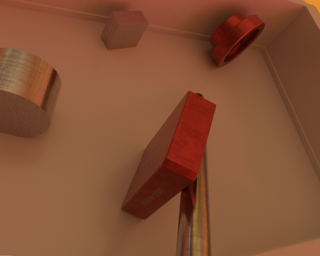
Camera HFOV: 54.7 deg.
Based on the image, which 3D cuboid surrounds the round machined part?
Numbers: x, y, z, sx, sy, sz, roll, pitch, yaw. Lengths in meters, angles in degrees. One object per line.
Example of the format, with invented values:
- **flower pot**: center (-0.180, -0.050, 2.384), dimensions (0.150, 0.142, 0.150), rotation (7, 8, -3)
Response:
- **round machined part**: center (0.123, -0.153, 0.521), dimensions (0.099, 0.097, 0.042), rotation (-31, 77, -38)

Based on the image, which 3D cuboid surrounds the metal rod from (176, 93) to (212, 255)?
- **metal rod**: center (0.038, 0.028, 0.333), dimensions (0.025, 0.025, 0.301), rotation (31, 27, -9)

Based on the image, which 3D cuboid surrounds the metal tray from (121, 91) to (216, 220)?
- **metal tray**: center (0.006, 0.033, 0.322), dimensions (0.030, 0.129, 0.090), rotation (27, 52, -7)

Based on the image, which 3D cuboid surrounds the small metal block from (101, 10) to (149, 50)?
- **small metal block**: center (-0.052, -0.142, 0.450), dimensions (0.050, 0.050, 0.025), rotation (-18, 72, -35)

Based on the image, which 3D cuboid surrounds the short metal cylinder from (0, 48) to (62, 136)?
- **short metal cylinder**: center (-0.146, -0.034, 0.312), dimensions (0.081, 0.080, 0.050), rotation (16, 55, -20)
